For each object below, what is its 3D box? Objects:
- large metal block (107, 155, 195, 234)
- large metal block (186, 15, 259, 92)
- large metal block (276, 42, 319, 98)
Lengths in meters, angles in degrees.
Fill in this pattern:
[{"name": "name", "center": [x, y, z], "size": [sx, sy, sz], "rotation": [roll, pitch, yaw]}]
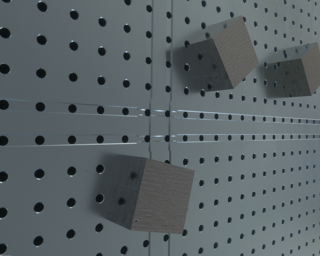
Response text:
[{"name": "large metal block", "center": [-0.009, 0.082, 0.384], "size": [0.080, 0.050, 0.080], "rotation": [20, 78, -38]}, {"name": "large metal block", "center": [0.098, -0.112, 0.473], "size": [0.080, 0.050, 0.080], "rotation": [-43, 116, -31]}, {"name": "large metal block", "center": [0.291, -0.118, 0.634], "size": [0.080, 0.050, 0.080], "rotation": [-39, 114, -33]}]
